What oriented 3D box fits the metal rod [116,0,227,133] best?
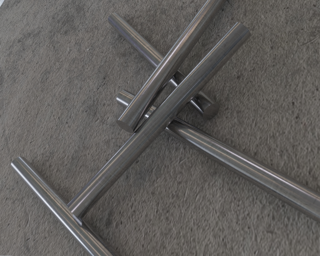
[{"bbox_3d":[0.035,-0.117,0.431,0.025,0.025,0.300,17,63,35],"label":"metal rod"}]

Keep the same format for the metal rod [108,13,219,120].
[{"bbox_3d":[-0.010,-0.110,0.477,0.025,0.025,0.300,-40,51,1],"label":"metal rod"}]

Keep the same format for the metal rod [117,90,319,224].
[{"bbox_3d":[0.048,0.015,0.368,0.300,0.025,0.025,31,79,37],"label":"metal rod"}]

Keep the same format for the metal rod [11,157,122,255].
[{"bbox_3d":[-0.116,0.114,0.394,0.300,0.025,0.025,29,78,37],"label":"metal rod"}]

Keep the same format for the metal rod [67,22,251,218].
[{"bbox_3d":[-0.001,-0.010,0.377,0.300,0.025,0.025,-47,51,0],"label":"metal rod"}]
